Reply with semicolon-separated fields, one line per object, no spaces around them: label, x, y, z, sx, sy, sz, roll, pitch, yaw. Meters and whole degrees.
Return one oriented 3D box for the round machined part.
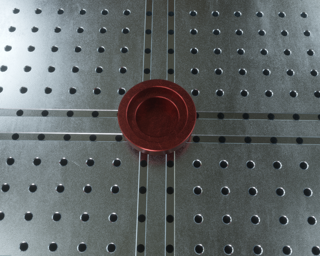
round machined part;-0.004;-0.011;0.406;0.099;0.042;0.098;0;70;0
